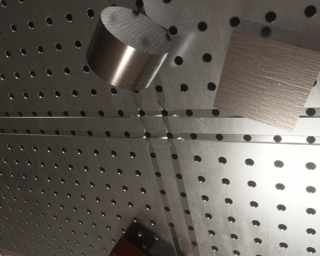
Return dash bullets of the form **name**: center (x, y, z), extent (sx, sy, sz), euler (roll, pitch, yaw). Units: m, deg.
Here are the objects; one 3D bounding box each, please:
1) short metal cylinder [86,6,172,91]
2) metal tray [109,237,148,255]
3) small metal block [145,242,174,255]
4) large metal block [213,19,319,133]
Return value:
- **short metal cylinder**: center (-0.034, -0.087, 0.338), extent (0.080, 0.080, 0.050), euler (37, 129, 3)
- **metal tray**: center (-0.032, 0.258, 0.565), extent (0.130, 0.030, 0.090), euler (33, 147, 6)
- **small metal block**: center (-0.004, 0.241, 0.561), extent (0.050, 0.025, 0.050), euler (36, 129, 3)
- **large metal block**: center (0.106, -0.053, 0.306), extent (0.080, 0.050, 0.079), euler (20, 126, 16)
